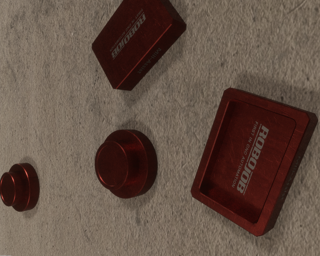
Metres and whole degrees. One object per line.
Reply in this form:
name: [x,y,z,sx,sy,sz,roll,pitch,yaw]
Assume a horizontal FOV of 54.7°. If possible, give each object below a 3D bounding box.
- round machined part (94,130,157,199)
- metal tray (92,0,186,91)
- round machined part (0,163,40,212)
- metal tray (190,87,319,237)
round machined part: [-0.054,0.051,0.437,0.098,0.042,0.097,0,90,39]
metal tray: [-0.035,-0.125,0.428,0.129,0.030,0.090,-43,64,31]
round machined part: [-0.290,0.121,0.629,0.098,0.042,0.097,0,90,39]
metal tray: [0.093,0.032,0.323,0.090,0.030,0.129,26,106,36]
